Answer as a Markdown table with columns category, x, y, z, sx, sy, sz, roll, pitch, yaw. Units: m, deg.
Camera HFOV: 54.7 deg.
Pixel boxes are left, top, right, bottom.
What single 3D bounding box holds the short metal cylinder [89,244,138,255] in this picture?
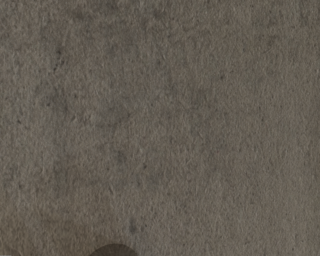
| category | x | y | z | sx | sy | sz | roll | pitch | yaw |
| --- | --- | --- | --- | --- | --- | --- | --- | --- | --- |
| short metal cylinder | -0.054 | 0.190 | 0.377 | 0.081 | 0.050 | 0.079 | 0 | 90 | -21 |
